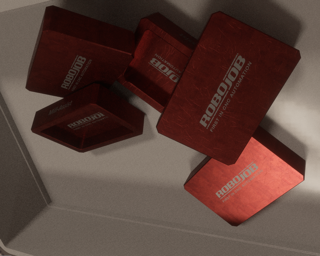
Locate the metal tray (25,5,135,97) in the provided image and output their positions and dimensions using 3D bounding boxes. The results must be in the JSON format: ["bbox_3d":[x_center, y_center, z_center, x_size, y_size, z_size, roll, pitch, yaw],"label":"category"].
[{"bbox_3d":[-0.095,-0.074,0.353,0.091,0.030,0.129,10,156,-27],"label":"metal tray"}]

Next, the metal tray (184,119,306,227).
[{"bbox_3d":[0.101,0.060,0.389,0.090,0.030,0.129,38,129,2],"label":"metal tray"}]

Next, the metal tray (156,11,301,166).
[{"bbox_3d":[0.063,-0.037,0.311,0.090,0.030,0.129,25,109,-3],"label":"metal tray"}]

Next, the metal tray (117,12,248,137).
[{"bbox_3d":[0.021,-0.058,0.357,0.130,0.030,0.089,37,129,3],"label":"metal tray"}]

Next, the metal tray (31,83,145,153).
[{"bbox_3d":[-0.097,-0.007,0.419,0.130,0.030,0.090,-18,146,34],"label":"metal tray"}]
